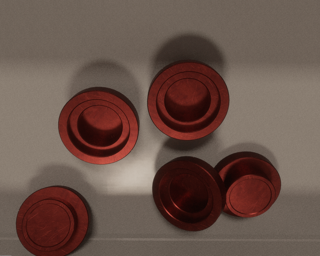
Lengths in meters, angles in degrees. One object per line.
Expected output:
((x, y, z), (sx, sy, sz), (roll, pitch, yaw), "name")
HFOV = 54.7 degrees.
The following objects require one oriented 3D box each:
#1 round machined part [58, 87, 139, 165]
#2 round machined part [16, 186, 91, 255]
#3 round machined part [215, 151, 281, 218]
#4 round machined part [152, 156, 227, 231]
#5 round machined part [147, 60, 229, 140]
((-0.075, -0.006, 0.399), (0.099, 0.042, 0.097), (0, 110, -1), "round machined part")
((-0.149, 0.130, 0.427), (0.099, 0.042, 0.097), (1, 83, -5), "round machined part")
((0.122, 0.086, 0.436), (0.099, 0.042, 0.097), (0, 110, -1), "round machined part")
((0.042, 0.085, 0.420), (0.098, 0.042, 0.097), (7, 104, 27), "round machined part")
((0.034, -0.037, 0.389), (0.099, 0.042, 0.097), (0, 110, -1), "round machined part")
